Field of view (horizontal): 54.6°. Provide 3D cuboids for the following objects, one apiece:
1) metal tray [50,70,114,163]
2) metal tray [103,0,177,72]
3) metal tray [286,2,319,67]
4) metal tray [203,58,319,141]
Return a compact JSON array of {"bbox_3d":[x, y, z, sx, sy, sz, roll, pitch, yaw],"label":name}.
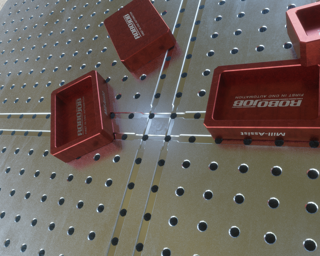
[{"bbox_3d":[-0.125,-0.021,0.484,0.090,0.030,0.130,-24,53,13],"label":"metal tray"},{"bbox_3d":[-0.038,-0.164,0.527,0.090,0.030,0.130,-32,52,7],"label":"metal tray"},{"bbox_3d":[0.215,-0.116,0.339,0.130,0.030,0.090,-10,39,17],"label":"metal tray"},{"bbox_3d":[0.123,-0.033,0.360,0.130,0.030,0.090,0,62,28],"label":"metal tray"}]
